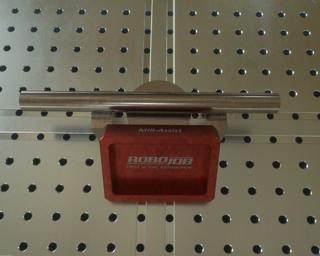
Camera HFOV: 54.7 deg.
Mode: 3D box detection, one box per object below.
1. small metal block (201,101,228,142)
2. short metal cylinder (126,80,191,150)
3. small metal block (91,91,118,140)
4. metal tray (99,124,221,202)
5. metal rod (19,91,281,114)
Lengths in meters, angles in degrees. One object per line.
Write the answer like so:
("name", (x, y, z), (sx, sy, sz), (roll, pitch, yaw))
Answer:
("small metal block", (0.069, -0.012, 0.403), (0.025, 0.050, 0.050), (-1, 70, 0))
("short metal cylinder", (-0.001, -0.015, 0.404), (0.081, 0.050, 0.080), (0, 70, 0))
("small metal block", (-0.071, -0.015, 0.404), (0.025, 0.050, 0.050), (-1, 70, 0))
("metal tray", (0.000, 0.042, 0.364), (0.131, 0.089, 0.030), (0, 27, 0))
("metal rod", (-0.012, -0.031, 0.369), (0.302, 0.025, 0.025), (1, 70, 0))
